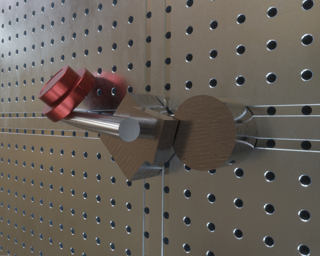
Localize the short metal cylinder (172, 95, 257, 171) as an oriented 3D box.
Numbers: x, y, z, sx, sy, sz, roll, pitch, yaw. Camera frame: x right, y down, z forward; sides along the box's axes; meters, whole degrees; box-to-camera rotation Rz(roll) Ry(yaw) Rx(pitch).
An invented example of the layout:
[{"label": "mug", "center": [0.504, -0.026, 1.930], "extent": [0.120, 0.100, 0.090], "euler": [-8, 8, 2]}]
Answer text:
[{"label": "short metal cylinder", "center": [0.058, 0.005, 0.343], "extent": [0.080, 0.050, 0.079], "euler": [0, 90, 39]}]

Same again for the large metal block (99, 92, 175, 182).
[{"label": "large metal block", "center": [-0.024, 0.011, 0.408], "extent": [0.080, 0.050, 0.080], "euler": [51, 120, 27]}]

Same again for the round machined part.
[{"label": "round machined part", "center": [-0.152, -0.060, 0.485], "extent": [0.098, 0.042, 0.098], "euler": [-33, 31, 23]}]

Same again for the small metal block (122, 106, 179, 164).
[{"label": "small metal block", "center": [-0.012, 0.007, 0.349], "extent": [0.050, 0.025, 0.050], "euler": [24, 105, 37]}]

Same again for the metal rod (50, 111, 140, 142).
[{"label": "metal rod", "center": [-0.114, -0.012, 0.444], "extent": [0.300, 0.025, 0.025], "euler": [10, 96, 56]}]
